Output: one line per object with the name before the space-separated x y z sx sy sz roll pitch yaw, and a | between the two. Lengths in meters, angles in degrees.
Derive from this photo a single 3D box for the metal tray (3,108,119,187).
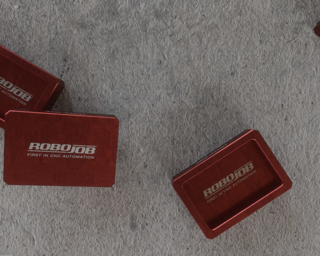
metal tray | -0.120 0.025 0.388 0.131 0.030 0.089 4 98 -12

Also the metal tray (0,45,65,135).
metal tray | -0.205 -0.055 0.405 0.130 0.030 0.090 30 90 0

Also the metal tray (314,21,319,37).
metal tray | 0.286 -0.129 0.409 0.130 0.030 0.090 37 90 0

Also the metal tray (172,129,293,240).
metal tray | 0.092 0.072 0.408 0.130 0.030 0.090 -33 90 0
